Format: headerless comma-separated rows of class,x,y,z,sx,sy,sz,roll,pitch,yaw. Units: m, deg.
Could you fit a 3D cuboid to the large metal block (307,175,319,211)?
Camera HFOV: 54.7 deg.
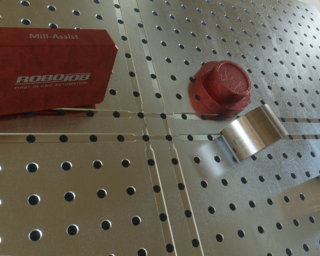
large metal block,0.296,0.094,0.478,0.081,0.080,0.050,8,58,-25

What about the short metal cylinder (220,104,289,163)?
short metal cylinder,0.133,0.009,0.442,0.081,0.080,0.050,-19,72,-36

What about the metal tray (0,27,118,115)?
metal tray,-0.119,-0.061,0.337,0.131,0.089,0.030,-10,54,-33

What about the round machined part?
round machined part,0.107,-0.070,0.500,0.099,0.042,0.098,14,56,-21
